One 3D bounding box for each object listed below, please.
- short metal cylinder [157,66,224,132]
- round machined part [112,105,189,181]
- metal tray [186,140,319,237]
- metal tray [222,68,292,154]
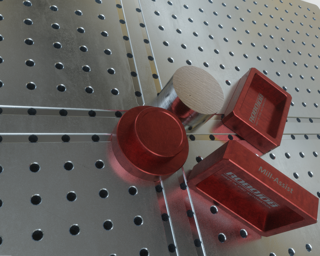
[{"bbox_3d":[0.043,-0.041,0.440,0.081,0.050,0.080,14,56,-21],"label":"short metal cylinder"},{"bbox_3d":[-0.006,0.013,0.386,0.099,0.042,0.098,14,56,-21],"label":"round machined part"},{"bbox_3d":[0.109,0.078,0.377,0.130,0.090,0.030,34,51,-6],"label":"metal tray"},{"bbox_3d":[0.164,-0.032,0.512,0.090,0.030,0.130,36,51,-4],"label":"metal tray"}]
